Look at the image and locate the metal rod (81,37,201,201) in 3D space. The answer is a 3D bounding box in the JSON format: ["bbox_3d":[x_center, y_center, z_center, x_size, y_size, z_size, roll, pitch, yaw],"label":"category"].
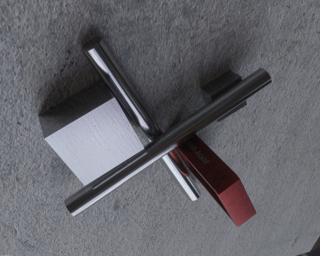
[{"bbox_3d":[-0.008,0.011,0.413,0.025,0.025,0.299,-36,130,-4],"label":"metal rod"}]

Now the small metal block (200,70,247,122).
[{"bbox_3d":[0.090,-0.044,0.432,0.050,0.025,0.050,-31,129,-9],"label":"small metal block"}]

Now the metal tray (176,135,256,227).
[{"bbox_3d":[0.066,0.059,0.414,0.030,0.130,0.090,-36,129,-4],"label":"metal tray"}]

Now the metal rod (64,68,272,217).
[{"bbox_3d":[0.015,0.014,0.394,0.301,0.025,0.025,-34,129,-6],"label":"metal rod"}]

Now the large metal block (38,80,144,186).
[{"bbox_3d":[-0.076,0.005,0.353,0.080,0.050,0.080,-32,129,-8],"label":"large metal block"}]
